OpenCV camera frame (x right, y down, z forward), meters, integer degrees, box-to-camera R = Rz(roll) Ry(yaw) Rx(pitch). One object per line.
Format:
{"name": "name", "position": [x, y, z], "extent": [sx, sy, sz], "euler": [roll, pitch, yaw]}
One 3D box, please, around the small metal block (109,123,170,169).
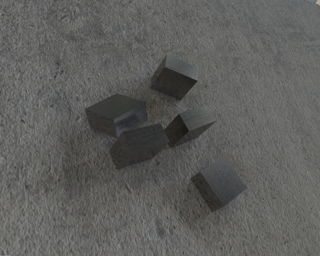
{"name": "small metal block", "position": [-0.025, 0.021, 0.361], "extent": [0.050, 0.050, 0.025], "euler": [-14, 69, -34]}

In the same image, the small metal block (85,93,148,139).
{"name": "small metal block", "position": [-0.051, -0.016, 0.369], "extent": [0.050, 0.025, 0.050], "euler": [20, 39, 37]}

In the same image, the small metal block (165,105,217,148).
{"name": "small metal block", "position": [0.038, -0.002, 0.409], "extent": [0.050, 0.050, 0.025], "euler": [-19, 72, -35]}

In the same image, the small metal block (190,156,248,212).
{"name": "small metal block", "position": [0.076, 0.071, 0.401], "extent": [0.050, 0.025, 0.050], "euler": [-25, 76, -37]}

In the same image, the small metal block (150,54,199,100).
{"name": "small metal block", "position": [0.020, -0.071, 0.442], "extent": [0.050, 0.050, 0.025], "euler": [20, 54, -17]}
